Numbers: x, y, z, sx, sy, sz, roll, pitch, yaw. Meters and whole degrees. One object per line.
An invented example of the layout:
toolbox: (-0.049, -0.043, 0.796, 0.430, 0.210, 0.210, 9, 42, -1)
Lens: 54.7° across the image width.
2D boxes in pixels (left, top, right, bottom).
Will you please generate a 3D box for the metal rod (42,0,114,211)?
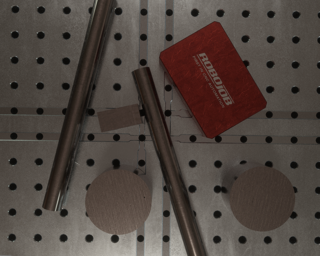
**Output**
metal rod: (-0.107, -0.039, 0.411, 0.025, 0.025, 0.298, 14, 90, -1)

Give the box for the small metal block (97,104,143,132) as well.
small metal block: (-0.049, -0.012, 0.400, 0.050, 0.050, 0.025, -13, 90, 0)

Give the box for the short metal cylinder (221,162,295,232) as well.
short metal cylinder: (0.125, 0.086, 0.403, 0.081, 0.050, 0.079, 0, 90, -1)

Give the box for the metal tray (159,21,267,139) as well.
metal tray: (0.068, -0.062, 0.412, 0.090, 0.030, 0.130, -31, 90, -1)

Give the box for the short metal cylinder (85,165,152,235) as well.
short metal cylinder: (-0.050, 0.090, 0.400, 0.081, 0.050, 0.079, 0, 90, -1)

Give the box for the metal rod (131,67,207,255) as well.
metal rod: (0.018, 0.066, 0.413, 0.025, 0.025, 0.298, -17, 90, 0)
